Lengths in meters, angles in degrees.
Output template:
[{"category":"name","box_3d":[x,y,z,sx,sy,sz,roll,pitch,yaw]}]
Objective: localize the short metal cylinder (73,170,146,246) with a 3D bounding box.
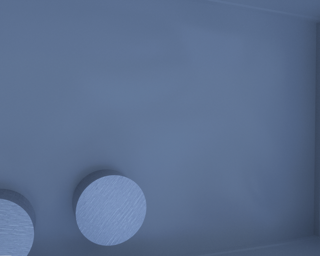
[{"category":"short metal cylinder","box_3d":[-0.062,0.093,0.374,0.081,0.050,0.080,0,90,-20]}]

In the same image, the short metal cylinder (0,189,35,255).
[{"category":"short metal cylinder","box_3d":[-0.178,0.110,0.332,0.081,0.050,0.080,0,90,-20]}]
